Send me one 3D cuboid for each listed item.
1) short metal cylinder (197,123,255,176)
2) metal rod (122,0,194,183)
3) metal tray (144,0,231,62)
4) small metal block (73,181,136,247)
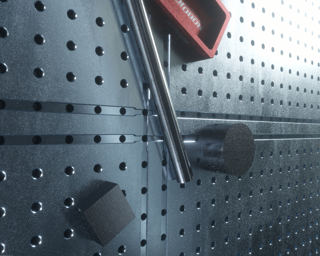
[{"bbox_3d":[0.104,0.032,0.483,0.081,0.050,0.079,0,90,-40],"label":"short metal cylinder"},{"bbox_3d":[-0.006,-0.066,0.406,0.025,0.025,0.298,-27,107,-37],"label":"metal rod"},{"bbox_3d":[0.042,-0.170,0.442,0.130,0.030,0.090,38,67,-34],"label":"metal tray"},{"bbox_3d":[-0.063,0.098,0.358,0.050,0.025,0.050,-38,113,-34],"label":"small metal block"}]
